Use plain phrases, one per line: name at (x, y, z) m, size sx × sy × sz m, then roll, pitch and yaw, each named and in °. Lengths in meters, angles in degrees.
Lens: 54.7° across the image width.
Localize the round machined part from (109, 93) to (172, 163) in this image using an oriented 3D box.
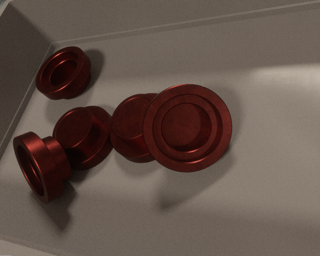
round machined part at (-0.025, -0.006, 0.411) m, size 0.098 × 0.042 × 0.098 m, roll -13°, pitch 56°, yaw 20°

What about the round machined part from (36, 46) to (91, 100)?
round machined part at (-0.159, -0.088, 0.530) m, size 0.098 × 0.042 × 0.098 m, roll -13°, pitch 56°, yaw 20°

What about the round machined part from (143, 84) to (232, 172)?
round machined part at (0.029, -0.002, 0.357) m, size 0.098 × 0.098 × 0.042 m, roll -39°, pitch 8°, yaw 2°

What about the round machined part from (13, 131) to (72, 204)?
round machined part at (-0.156, 0.049, 0.421) m, size 0.042 × 0.097 × 0.098 m, roll -27°, pitch 42°, yaw -35°

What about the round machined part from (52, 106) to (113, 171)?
round machined part at (-0.115, 0.009, 0.448) m, size 0.098 × 0.042 × 0.098 m, roll -13°, pitch 56°, yaw 20°
